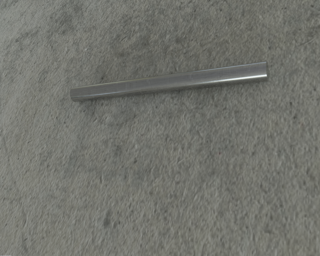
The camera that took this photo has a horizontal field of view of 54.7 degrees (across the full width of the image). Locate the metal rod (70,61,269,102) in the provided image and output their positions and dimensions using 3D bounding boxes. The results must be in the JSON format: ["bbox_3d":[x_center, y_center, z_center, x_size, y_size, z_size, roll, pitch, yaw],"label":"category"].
[{"bbox_3d":[-0.004,-0.062,0.442,0.301,0.025,0.025,-3,60,26],"label":"metal rod"}]
